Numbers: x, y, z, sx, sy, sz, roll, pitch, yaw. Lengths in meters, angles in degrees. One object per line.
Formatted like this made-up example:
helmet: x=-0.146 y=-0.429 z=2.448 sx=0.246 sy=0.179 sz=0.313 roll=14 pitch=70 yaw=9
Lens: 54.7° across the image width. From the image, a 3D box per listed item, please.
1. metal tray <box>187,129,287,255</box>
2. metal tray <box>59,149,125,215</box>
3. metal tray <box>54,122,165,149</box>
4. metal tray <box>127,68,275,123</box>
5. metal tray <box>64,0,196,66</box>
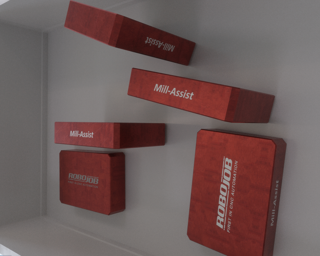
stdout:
metal tray: x=0.080 y=0.070 z=0.338 sx=0.090 sy=0.030 sz=0.129 roll=9 pitch=96 yaw=39
metal tray: x=-0.111 y=0.082 z=0.496 sx=0.130 sy=0.030 sz=0.089 roll=-1 pitch=90 yaw=40
metal tray: x=-0.069 y=0.007 z=0.421 sx=0.130 sy=0.091 sz=0.030 roll=2 pitch=91 yaw=40
metal tray: x=0.041 y=-0.035 z=0.330 sx=0.130 sy=0.091 sz=0.030 roll=19 pitch=102 yaw=38
metal tray: x=-0.031 y=-0.109 z=0.364 sx=0.090 sy=0.131 sz=0.030 roll=30 pitch=109 yaw=36
